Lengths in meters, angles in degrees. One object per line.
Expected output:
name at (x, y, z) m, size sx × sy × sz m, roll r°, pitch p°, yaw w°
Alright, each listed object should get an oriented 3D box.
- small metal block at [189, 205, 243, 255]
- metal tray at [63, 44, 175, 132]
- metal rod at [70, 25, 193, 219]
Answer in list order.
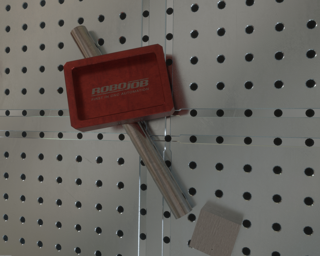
small metal block at (0.070, 0.131, 0.387) m, size 0.050 × 0.025 × 0.050 m, roll 19°, pitch 96°, yaw 18°
metal tray at (-0.053, -0.051, 0.404) m, size 0.131 × 0.030 × 0.090 m, roll -11°, pitch 80°, yaw 3°
metal rod at (-0.044, -0.015, 0.426) m, size 0.025 × 0.025 × 0.299 m, roll -34°, pitch 79°, yaw 16°
